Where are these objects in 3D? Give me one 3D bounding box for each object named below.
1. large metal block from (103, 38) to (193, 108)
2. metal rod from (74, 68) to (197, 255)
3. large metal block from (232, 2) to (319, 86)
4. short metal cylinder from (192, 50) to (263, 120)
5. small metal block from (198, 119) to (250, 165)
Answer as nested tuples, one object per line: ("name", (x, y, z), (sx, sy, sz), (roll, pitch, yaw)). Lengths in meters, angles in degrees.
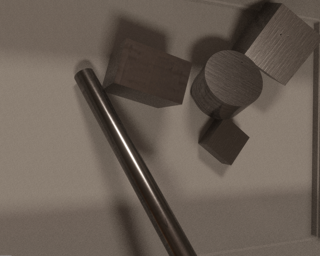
("large metal block", (-0.019, -0.061, 0.375), (0.081, 0.080, 0.050), (16, 85, -20))
("metal rod", (-0.019, 0.059, 0.341), (0.025, 0.025, 0.299), (-26, 74, -19))
("large metal block", (0.166, -0.120, 0.444), (0.080, 0.050, 0.080), (30, 107, -18))
("short metal cylinder", (0.089, -0.057, 0.419), (0.081, 0.050, 0.080), (5, 71, -13))
("small metal block", (0.092, 0.018, 0.446), (0.050, 0.025, 0.050), (40, 77, -16))
